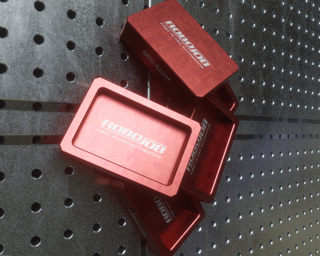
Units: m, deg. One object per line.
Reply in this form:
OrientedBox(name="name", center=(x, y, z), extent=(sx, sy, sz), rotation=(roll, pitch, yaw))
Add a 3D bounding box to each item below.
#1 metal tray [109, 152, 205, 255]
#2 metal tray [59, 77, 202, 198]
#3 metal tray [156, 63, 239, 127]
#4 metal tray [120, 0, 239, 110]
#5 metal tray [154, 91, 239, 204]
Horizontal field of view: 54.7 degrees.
OrientedBox(name="metal tray", center=(0.002, 0.095, 0.409), extent=(0.091, 0.030, 0.129), rotation=(-40, 115, -33))
OrientedBox(name="metal tray", center=(-0.030, 0.012, 0.342), extent=(0.131, 0.030, 0.090), rotation=(24, 72, -6))
OrientedBox(name="metal tray", center=(0.060, -0.054, 0.458), extent=(0.090, 0.030, 0.130), rotation=(-51, 120, -28))
OrientedBox(name="metal tray", center=(0.026, -0.096, 0.390), extent=(0.130, 0.030, 0.091), rotation=(49, 56, 5))
OrientedBox(name="metal tray", center=(0.053, 0.024, 0.413), extent=(0.090, 0.030, 0.130), rotation=(36, 68, -35))
